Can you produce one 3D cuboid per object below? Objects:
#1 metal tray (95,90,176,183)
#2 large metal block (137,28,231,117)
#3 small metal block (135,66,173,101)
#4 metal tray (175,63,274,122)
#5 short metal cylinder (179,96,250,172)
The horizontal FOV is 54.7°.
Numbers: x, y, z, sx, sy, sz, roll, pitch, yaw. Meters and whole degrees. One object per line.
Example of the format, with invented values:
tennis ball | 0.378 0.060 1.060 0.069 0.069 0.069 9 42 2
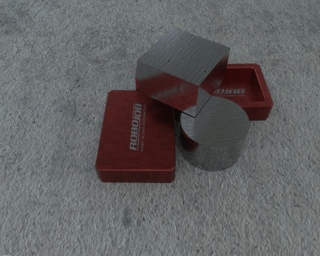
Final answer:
metal tray | -0.027 0.007 0.397 0.091 0.030 0.130 1 50 0
large metal block | 0.029 -0.071 0.382 0.080 0.050 0.080 26 55 20
small metal block | -0.008 -0.060 0.439 0.050 0.050 0.025 1 50 0
metal tray | 0.085 -0.052 0.446 0.131 0.030 0.090 -1 50 -1
short metal cylinder | 0.065 0.007 0.383 0.080 0.050 0.080 0 50 0
